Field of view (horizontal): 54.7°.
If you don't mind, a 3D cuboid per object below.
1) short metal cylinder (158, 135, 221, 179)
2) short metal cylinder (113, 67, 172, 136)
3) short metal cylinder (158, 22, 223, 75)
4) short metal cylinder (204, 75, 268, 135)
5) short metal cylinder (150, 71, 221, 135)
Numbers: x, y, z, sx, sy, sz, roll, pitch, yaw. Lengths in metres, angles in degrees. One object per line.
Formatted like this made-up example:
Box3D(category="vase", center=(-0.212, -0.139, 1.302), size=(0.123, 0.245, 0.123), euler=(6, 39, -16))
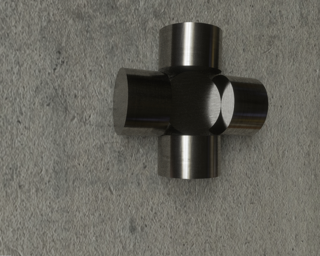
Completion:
Box3D(category="short metal cylinder", center=(0.037, 0.034, 0.396), size=(0.081, 0.080, 0.050), euler=(0, 90, -20))
Box3D(category="short metal cylinder", center=(-0.024, -0.030, 0.373), size=(0.050, 0.080, 0.079), euler=(2, 90, -20))
Box3D(category="short metal cylinder", center=(0.038, -0.097, 0.395), size=(0.081, 0.080, 0.050), euler=(2, 90, -20))
Box3D(category="short metal cylinder", center=(0.099, -0.030, 0.419), size=(0.050, 0.080, 0.079), euler=(2, 90, -20))
Box3D(category="short metal cylinder", center=(0.032, -0.031, 0.410), size=(0.081, 0.050, 0.079), euler=(0, 90, -21))
